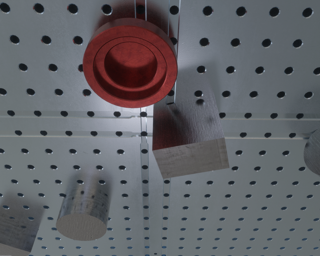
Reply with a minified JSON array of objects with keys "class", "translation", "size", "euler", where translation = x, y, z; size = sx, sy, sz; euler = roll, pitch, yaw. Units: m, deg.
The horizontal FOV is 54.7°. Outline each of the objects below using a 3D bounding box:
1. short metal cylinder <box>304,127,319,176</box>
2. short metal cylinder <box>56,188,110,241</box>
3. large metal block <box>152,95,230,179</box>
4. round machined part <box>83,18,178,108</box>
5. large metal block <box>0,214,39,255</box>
[{"class":"short metal cylinder","translation":[0.242,0.037,0.409],"size":[0.050,0.080,0.080],"euler":[31,124,-23]},{"class":"short metal cylinder","translation":[-0.126,0.145,0.517],"size":[0.081,0.050,0.079],"euler":[0,130,0]},{"class":"large metal block","translation":[0.037,0.010,0.384],"size":[0.080,0.080,0.050],"euler":[-11,129,9]},{"class":"round machined part","translation":[-0.031,-0.073,0.338],"size":[0.099,0.042,0.097],"euler":[0,130,0]},{"class":"large metal block","translation":[-0.285,0.210,0.572],"size":[0.080,0.050,0.080],"euler":[29,124,-23]}]
